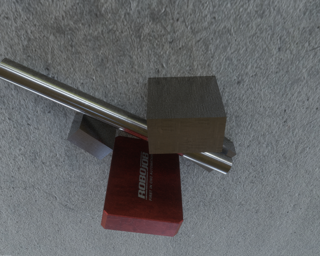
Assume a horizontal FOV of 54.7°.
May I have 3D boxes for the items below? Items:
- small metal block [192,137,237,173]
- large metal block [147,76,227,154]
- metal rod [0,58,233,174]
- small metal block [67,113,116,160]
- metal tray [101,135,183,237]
[{"bbox_3d":[0.070,0.030,0.436,0.050,0.025,0.050,34,122,-26],"label":"small metal block"},{"bbox_3d":[0.027,-0.017,0.357,0.081,0.080,0.050,-2,130,1],"label":"large metal block"},{"bbox_3d":[-0.044,-0.009,0.383,0.302,0.025,0.025,24,126,-13],"label":"metal rod"},{"bbox_3d":[-0.085,0.005,0.394,0.050,0.050,0.025,37,121,-27],"label":"small metal block"},{"bbox_3d":[-0.021,0.069,0.399,0.091,0.130,0.030,10,129,-8],"label":"metal tray"}]
